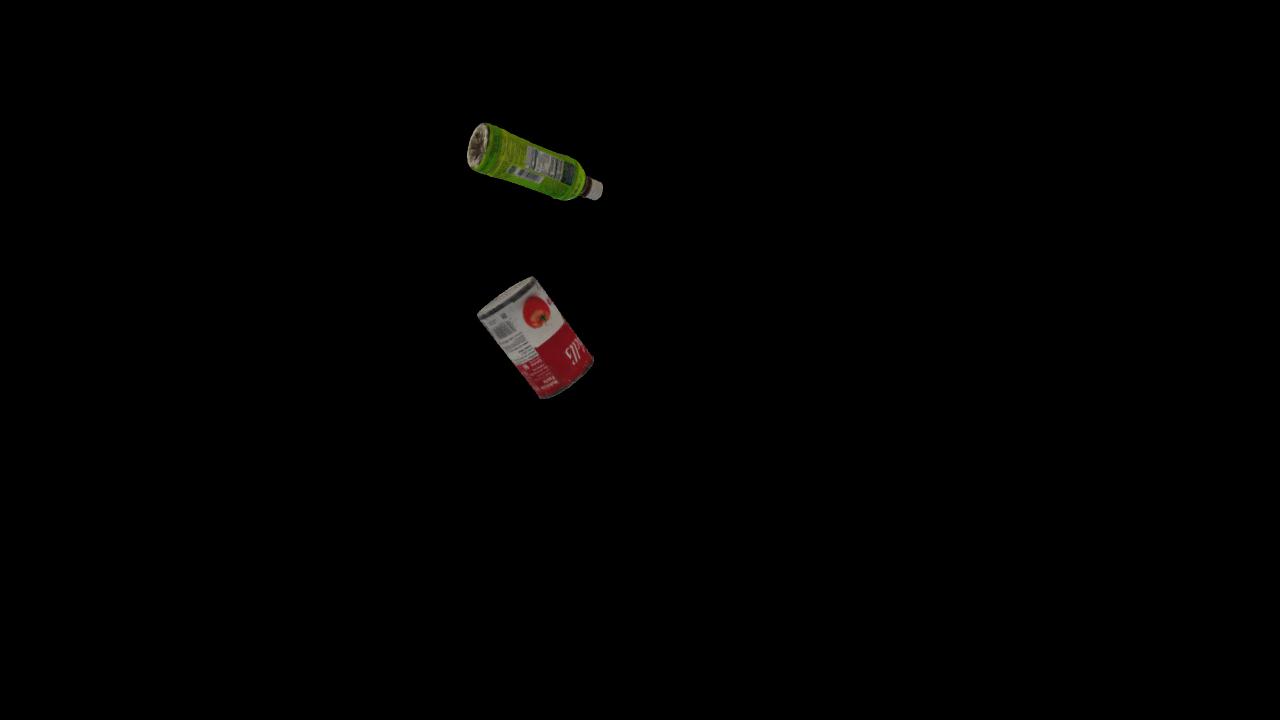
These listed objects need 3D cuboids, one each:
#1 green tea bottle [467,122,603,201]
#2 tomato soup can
[{"bbox_3d":[-0.148,-0.284,0.922,0.212,0.073,0.073,12,-8,-38],"label":"green tea bottle"},{"bbox_3d":[-0.100,-0.022,0.592,0.068,0.101,0.068,-31,18,12],"label":"tomato soup can"}]
